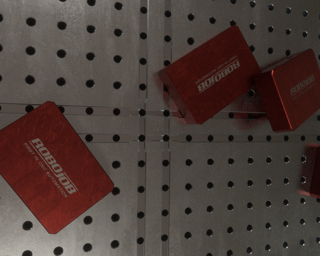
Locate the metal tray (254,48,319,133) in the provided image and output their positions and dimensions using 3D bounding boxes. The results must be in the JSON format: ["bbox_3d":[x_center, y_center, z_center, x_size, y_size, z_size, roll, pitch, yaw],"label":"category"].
[{"bbox_3d":[0.202,-0.059,0.466,0.131,0.030,0.090,-29,100,-36],"label":"metal tray"}]

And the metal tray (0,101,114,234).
[{"bbox_3d":[-0.127,0.045,0.363,0.090,0.030,0.130,-37,102,-17],"label":"metal tray"}]

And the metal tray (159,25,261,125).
[{"bbox_3d":[0.075,-0.075,0.439,0.131,0.030,0.090,-35,102,-17],"label":"metal tray"}]

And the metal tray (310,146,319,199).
[{"bbox_3d":[0.326,0.086,0.533,0.131,0.030,0.090,14,85,-20],"label":"metal tray"}]
